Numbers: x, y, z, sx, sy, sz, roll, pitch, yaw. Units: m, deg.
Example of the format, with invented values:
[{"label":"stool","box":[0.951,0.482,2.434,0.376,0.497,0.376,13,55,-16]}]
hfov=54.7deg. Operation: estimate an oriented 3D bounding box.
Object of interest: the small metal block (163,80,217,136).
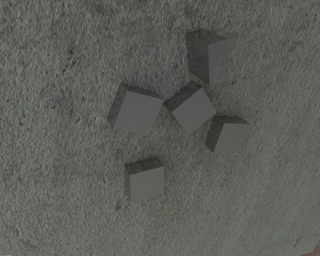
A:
[{"label":"small metal block","box":[0.041,-0.026,0.413,0.050,0.025,0.050,-40,130,-1]}]

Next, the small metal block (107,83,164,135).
[{"label":"small metal block","box":[-0.030,-0.022,0.377,0.050,0.025,0.050,10,113,-33]}]

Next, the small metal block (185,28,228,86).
[{"label":"small metal block","box":[0.055,-0.085,0.368,0.025,0.050,0.050,-21,127,-16]}]

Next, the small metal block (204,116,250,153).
[{"label":"small metal block","box":[0.101,0.010,0.468,0.050,0.025,0.050,1,118,-29]}]

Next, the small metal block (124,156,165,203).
[{"label":"small metal block","box":[-0.023,0.072,0.439,0.050,0.025,0.050,-12,124,-22]}]
